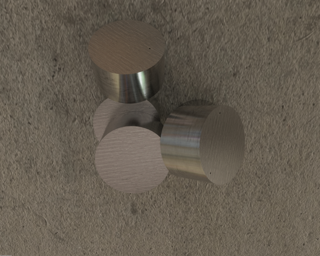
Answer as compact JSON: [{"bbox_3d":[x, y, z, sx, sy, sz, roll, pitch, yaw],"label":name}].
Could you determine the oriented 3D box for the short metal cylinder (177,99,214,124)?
[{"bbox_3d":[0.051,0.008,0.401,0.081,0.050,0.079,0,110,-1],"label":"short metal cylinder"}]

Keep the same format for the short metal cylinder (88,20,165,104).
[{"bbox_3d":[-0.035,-0.074,0.347,0.081,0.080,0.050,0,149,-1],"label":"short metal cylinder"}]

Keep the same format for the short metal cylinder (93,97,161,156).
[{"bbox_3d":[-0.039,-0.011,0.393,0.081,0.050,0.079,0,110,-1],"label":"short metal cylinder"}]

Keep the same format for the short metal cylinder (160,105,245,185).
[{"bbox_3d":[0.047,0.016,0.327,0.050,0.081,0.080,3,118,45],"label":"short metal cylinder"}]

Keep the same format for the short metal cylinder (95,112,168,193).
[{"bbox_3d":[-0.029,0.027,0.353,0.081,0.050,0.079,0,110,-1],"label":"short metal cylinder"}]
